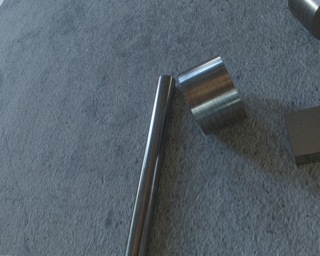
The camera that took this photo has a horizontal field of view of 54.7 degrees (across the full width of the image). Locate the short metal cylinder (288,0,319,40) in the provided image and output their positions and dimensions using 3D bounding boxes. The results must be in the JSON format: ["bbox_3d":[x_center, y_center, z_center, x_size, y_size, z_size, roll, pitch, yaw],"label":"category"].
[{"bbox_3d":[0.198,-0.148,0.356,0.080,0.080,0.050,-28,52,11],"label":"short metal cylinder"}]

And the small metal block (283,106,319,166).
[{"bbox_3d":[0.159,0.007,0.316,0.050,0.025,0.050,-14,56,20],"label":"small metal block"}]

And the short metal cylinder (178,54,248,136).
[{"bbox_3d":[0.061,-0.038,0.359,0.050,0.080,0.080,-25,53,13],"label":"short metal cylinder"}]

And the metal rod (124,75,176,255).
[{"bbox_3d":[-0.013,0.064,0.371,0.025,0.025,0.300,-4,59,26],"label":"metal rod"}]
